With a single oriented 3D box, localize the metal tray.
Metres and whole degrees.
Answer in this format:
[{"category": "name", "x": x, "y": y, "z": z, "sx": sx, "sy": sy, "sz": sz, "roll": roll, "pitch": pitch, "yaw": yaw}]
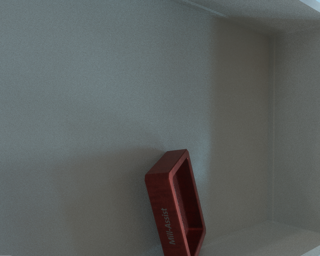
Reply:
[{"category": "metal tray", "x": 0.024, "y": 0.102, "z": 0.400, "sx": 0.090, "sy": 0.030, "sz": 0.129, "roll": -39, "pitch": 118, "yaw": -65}]
